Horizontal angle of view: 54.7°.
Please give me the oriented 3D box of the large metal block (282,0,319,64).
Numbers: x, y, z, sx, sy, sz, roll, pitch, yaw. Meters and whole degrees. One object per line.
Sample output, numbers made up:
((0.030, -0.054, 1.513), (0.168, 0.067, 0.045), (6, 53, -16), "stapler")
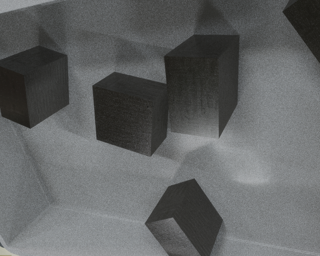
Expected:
((0.147, -0.101, 0.233), (0.080, 0.080, 0.050), (-34, 100, 38), "large metal block")

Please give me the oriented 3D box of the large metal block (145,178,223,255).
((0.037, 0.132, 0.435), (0.050, 0.080, 0.080), (-25, 105, 37), "large metal block")

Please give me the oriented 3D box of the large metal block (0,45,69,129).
((-0.173, -0.059, 0.428), (0.050, 0.080, 0.079), (21, 126, 16), "large metal block")

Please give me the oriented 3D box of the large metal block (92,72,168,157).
((-0.036, -0.019, 0.400), (0.080, 0.050, 0.079), (16, 125, 19), "large metal block")

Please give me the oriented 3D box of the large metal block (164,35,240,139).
((0.047, -0.046, 0.320), (0.050, 0.080, 0.079), (8, 122, 24), "large metal block")
